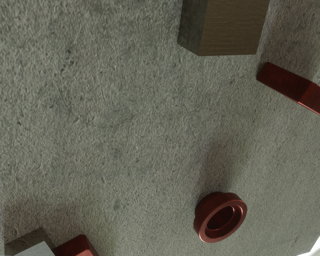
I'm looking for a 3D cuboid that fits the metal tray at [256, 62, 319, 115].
[{"bbox_3d":[0.215,-0.048,0.455,0.131,0.090,0.030,18,109,-36],"label":"metal tray"}]

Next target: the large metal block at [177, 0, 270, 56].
[{"bbox_3d":[0.072,-0.129,0.352,0.081,0.050,0.079,-8,122,-25],"label":"large metal block"}]

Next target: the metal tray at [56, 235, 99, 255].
[{"bbox_3d":[-0.132,0.230,0.476,0.091,0.030,0.129,-26,128,-13],"label":"metal tray"}]

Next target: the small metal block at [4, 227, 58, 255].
[{"bbox_3d":[-0.173,0.169,0.418,0.050,0.025,0.050,-24,127,-14],"label":"small metal block"}]

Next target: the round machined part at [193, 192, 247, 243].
[{"bbox_3d":[0.101,0.152,0.548,0.099,0.042,0.097,-14,125,-21],"label":"round machined part"}]
